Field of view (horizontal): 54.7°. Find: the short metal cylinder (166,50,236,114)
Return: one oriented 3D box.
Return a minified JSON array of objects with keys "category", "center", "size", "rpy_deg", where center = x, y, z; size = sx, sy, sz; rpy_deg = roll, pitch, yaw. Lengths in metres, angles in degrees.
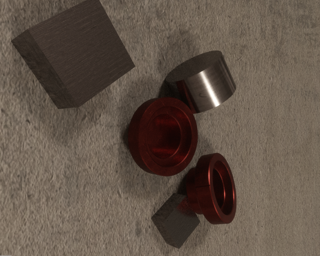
[{"category":"short metal cylinder","center":[0.055,-0.062,0.417],"size":[0.080,0.080,0.050],"rpy_deg":[-44,117,-31]}]

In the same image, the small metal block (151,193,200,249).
[{"category":"small metal block","center":[0.023,0.127,0.426],"size":[0.050,0.025,0.050],"rpy_deg":[-42,116,-32]}]

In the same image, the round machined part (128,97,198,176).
[{"category":"round machined part","center":[0.000,0.010,0.395],"size":[0.099,0.042,0.097],"rpy_deg":[-1,91,-40]}]

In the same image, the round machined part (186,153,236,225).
[{"category":"round machined part","center":[0.071,0.087,0.441],"size":[0.098,0.042,0.098],"rpy_deg":[33,50,-50]}]

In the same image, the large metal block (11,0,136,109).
[{"category":"large metal block","center":[-0.086,-0.075,0.318],"size":[0.080,0.050,0.080],"rpy_deg":[-44,117,-31]}]
